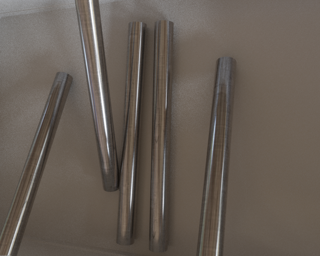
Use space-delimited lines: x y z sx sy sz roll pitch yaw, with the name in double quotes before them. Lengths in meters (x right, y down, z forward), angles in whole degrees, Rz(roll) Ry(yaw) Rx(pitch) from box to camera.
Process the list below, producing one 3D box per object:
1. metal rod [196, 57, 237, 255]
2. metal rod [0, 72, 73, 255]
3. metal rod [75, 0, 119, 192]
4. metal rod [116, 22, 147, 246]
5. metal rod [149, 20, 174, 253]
"metal rod" 0.059 0.055 0.325 0.025 0.025 0.299 1 65 20
"metal rod" -0.165 0.058 0.402 0.025 0.025 0.299 0 64 20
"metal rod" -0.074 -0.052 0.373 0.025 0.025 0.298 7 117 20
"metal rod" -0.039 0.008 0.424 0.025 0.025 0.298 4 91 20
"metal rod" 0.002 0.011 0.409 0.025 0.025 0.298 2 91 20
